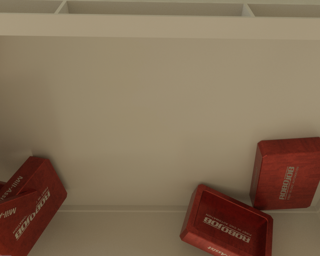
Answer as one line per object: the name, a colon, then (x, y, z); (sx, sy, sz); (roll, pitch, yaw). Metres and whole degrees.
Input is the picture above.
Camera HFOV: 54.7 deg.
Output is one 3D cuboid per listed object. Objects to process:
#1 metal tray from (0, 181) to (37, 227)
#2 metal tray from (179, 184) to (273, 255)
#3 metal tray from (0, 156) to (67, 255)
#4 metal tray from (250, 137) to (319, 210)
metal tray: (-0.229, 0.097, 0.376); (0.090, 0.130, 0.030); (8, 96, 18)
metal tray: (0.104, 0.152, 0.472); (0.131, 0.090, 0.030); (25, 133, 1)
metal tray: (-0.190, 0.115, 0.434); (0.030, 0.130, 0.089); (7, 133, 20)
metal tray: (0.190, 0.073, 0.470); (0.091, 0.030, 0.129); (-4, 130, 3)
